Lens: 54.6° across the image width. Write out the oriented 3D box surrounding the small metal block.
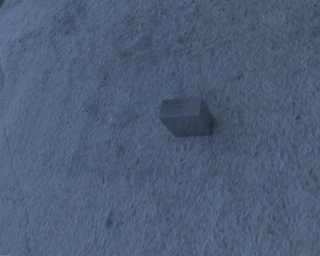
[{"bbox_3d":[0.033,-0.012,0.379,0.050,0.050,0.025,-3,61,27],"label":"small metal block"}]
